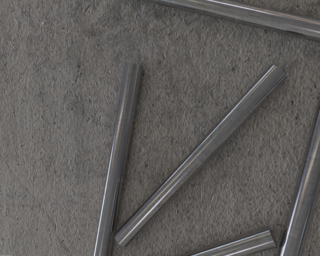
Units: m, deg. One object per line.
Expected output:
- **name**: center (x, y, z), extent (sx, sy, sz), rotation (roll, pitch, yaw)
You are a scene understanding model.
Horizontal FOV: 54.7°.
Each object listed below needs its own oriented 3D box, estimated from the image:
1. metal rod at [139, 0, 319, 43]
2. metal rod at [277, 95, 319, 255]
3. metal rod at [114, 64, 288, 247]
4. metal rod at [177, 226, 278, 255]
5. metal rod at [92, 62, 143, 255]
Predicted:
- **metal rod**: center (0.074, -0.148, 0.382), extent (0.301, 0.025, 0.025), rotation (21, 97, 18)
- **metal rod**: center (0.164, 0.080, 0.350), extent (0.025, 0.025, 0.298), rotation (15, 95, 19)
- **metal rod**: center (0.043, 0.044, 0.393), extent (0.025, 0.025, 0.299), rotation (44, 103, 14)
- **metal rod**: center (0.003, 0.189, 0.407), extent (0.300, 0.025, 0.025), rotation (-26, 82, 18)
- **metal rod**: center (-0.061, 0.060, 0.430), extent (0.025, 0.025, 0.298), rotation (11, 94, 19)
